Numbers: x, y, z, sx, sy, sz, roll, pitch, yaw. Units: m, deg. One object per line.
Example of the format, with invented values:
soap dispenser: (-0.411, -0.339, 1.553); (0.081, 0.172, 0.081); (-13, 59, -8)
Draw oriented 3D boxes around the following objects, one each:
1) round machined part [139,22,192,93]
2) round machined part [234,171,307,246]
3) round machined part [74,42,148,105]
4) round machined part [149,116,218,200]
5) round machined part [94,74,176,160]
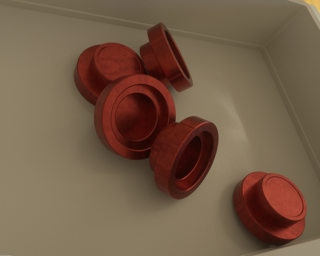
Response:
round machined part: (0.006, -0.093, 0.436); (0.098, 0.042, 0.098); (57, 17, -27)
round machined part: (0.151, 0.099, 0.408); (0.099, 0.042, 0.098); (16, 45, -17)
round machined part: (-0.059, -0.073, 0.409); (0.099, 0.042, 0.098); (14, 56, -21)
round machined part: (0.025, 0.031, 0.367); (0.042, 0.097, 0.099); (25, 42, 33)
round machined part: (-0.033, -0.014, 0.368); (0.099, 0.042, 0.097); (-5, 99, -35)
